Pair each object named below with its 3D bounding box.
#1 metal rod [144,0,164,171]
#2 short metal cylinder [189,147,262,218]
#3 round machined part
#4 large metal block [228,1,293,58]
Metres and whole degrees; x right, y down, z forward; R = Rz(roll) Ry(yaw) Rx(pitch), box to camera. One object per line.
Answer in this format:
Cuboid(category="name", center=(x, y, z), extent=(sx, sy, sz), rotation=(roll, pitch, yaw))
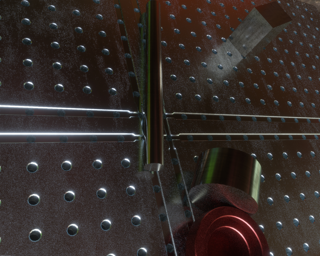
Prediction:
Cuboid(category="metal rod", center=(-0.009, -0.080, 0.453), extent=(0.025, 0.025, 0.299), rotation=(13, 56, -22))
Cuboid(category="short metal cylinder", center=(0.080, 0.068, 0.376), extent=(0.080, 0.080, 0.050), rotation=(29, 52, -11))
Cuboid(category="round machined part", center=(0.072, 0.142, 0.350), extent=(0.099, 0.042, 0.098), rotation=(13, 58, -21))
Cuboid(category="large metal block", center=(0.192, -0.189, 0.595), extent=(0.081, 0.080, 0.050), rotation=(-29, 78, -38))
